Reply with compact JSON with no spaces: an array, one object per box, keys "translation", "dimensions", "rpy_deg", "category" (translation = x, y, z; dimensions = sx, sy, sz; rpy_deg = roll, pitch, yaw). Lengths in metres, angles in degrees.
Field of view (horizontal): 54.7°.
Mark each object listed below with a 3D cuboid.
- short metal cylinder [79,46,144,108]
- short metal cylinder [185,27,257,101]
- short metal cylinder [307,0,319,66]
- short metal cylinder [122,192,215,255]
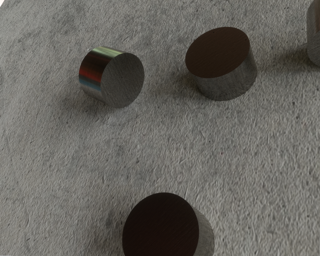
[{"translation":[-0.069,-0.074,0.451],"dimensions":[0.050,0.080,0.080],"rpy_deg":[25,75,37],"category":"short metal cylinder"},{"translation":[0.079,-0.081,0.396],"dimensions":[0.080,0.050,0.080],"rpy_deg":[-13,56,21],"category":"short metal cylinder"},{"translation":[0.200,-0.106,0.328],"dimensions":[0.080,0.080,0.050],"rpy_deg":[-2,61,27],"category":"short metal cylinder"},{"translation":[0.009,0.112,0.314],"dimensions":[0.080,0.050,0.080],"rpy_deg":[-13,56,21],"category":"short metal cylinder"}]
